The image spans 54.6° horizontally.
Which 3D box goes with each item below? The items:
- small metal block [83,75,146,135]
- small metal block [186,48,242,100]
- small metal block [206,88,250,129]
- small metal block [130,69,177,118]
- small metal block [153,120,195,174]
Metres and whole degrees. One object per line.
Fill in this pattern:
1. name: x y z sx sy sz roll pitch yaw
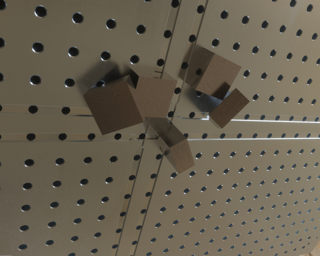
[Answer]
1. small metal block: -0.049 -0.026 0.348 0.050 0.025 0.050 -18 112 11
2. small metal block: 0.070 -0.070 0.406 0.050 0.025 0.050 15 110 -34
3. small metal block: 0.091 -0.026 0.426 0.050 0.050 0.025 -45 87 3
4. small metal block: -0.013 -0.041 0.378 0.050 0.025 0.050 2 117 -30
5. small metal block: 0.019 0.025 0.420 0.025 0.050 0.050 -28 128 -11
